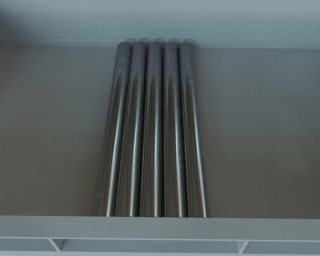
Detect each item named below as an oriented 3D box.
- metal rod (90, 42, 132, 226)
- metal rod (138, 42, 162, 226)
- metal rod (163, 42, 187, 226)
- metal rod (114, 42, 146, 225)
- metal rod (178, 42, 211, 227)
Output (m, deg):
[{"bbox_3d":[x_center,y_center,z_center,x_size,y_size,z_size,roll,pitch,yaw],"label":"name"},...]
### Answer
[{"bbox_3d":[-0.059,-0.018,0.418,0.025,0.025,0.300,0,50,0],"label":"metal rod"},{"bbox_3d":[-0.009,-0.018,0.418,0.025,0.025,0.300,0,50,0],"label":"metal rod"},{"bbox_3d":[0.016,-0.018,0.418,0.025,0.025,0.300,0,50,0],"label":"metal rod"},{"bbox_3d":[-0.035,-0.018,0.418,0.025,0.025,0.300,0,50,0],"label":"metal rod"},{"bbox_3d":[0.041,-0.017,0.418,0.025,0.025,0.300,0,50,0],"label":"metal rod"}]
